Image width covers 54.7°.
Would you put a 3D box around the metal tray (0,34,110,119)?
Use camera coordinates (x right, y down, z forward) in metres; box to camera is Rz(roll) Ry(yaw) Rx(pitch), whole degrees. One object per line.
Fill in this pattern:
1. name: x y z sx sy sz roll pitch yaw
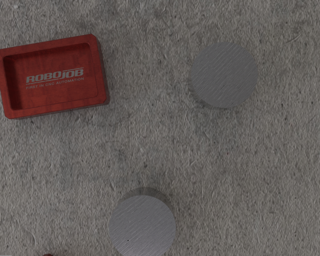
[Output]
1. metal tray: -0.139 -0.065 0.406 0.131 0.030 0.089 -10 90 0

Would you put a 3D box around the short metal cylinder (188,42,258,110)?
1. short metal cylinder: 0.078 -0.064 0.398 0.081 0.050 0.079 0 90 0

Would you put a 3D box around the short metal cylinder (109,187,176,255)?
1. short metal cylinder: -0.021 0.120 0.397 0.081 0.050 0.079 0 90 0

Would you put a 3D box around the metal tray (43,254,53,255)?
1. metal tray: -0.124 0.241 0.407 0.130 0.030 0.090 33 90 0
